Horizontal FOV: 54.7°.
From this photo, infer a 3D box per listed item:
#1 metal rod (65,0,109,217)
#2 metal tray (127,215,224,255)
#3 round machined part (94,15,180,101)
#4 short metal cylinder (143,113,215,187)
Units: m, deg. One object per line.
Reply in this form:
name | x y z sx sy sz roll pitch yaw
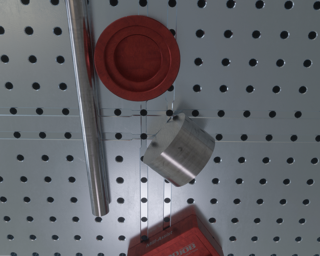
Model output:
metal rod | -0.092 -0.016 0.406 0.025 0.025 0.298 -2 110 0
metal tray | 0.024 0.204 0.486 0.130 0.030 0.090 -32 107 11
round machined part | -0.026 -0.084 0.373 0.099 0.042 0.097 0 110 0
short metal cylinder | 0.023 0.027 0.394 0.050 0.080 0.080 39 105 -13
